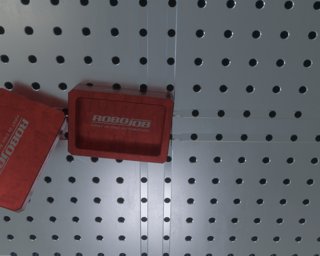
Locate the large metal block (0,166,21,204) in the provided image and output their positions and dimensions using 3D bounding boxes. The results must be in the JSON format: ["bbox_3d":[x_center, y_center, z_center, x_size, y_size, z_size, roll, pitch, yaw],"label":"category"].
[{"bbox_3d":[-0.240,0.081,0.412,0.080,0.080,0.050,-31,108,11],"label":"large metal block"}]

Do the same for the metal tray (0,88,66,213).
[{"bbox_3d":[-0.182,0.026,0.376,0.090,0.030,0.130,22,66,-8],"label":"metal tray"}]

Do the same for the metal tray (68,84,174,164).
[{"bbox_3d":[-0.051,-0.005,0.408,0.131,0.030,0.089,6,110,-3],"label":"metal tray"}]
